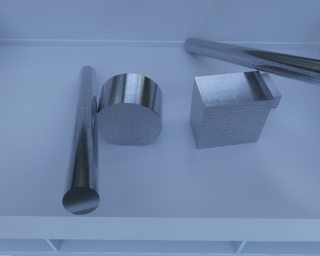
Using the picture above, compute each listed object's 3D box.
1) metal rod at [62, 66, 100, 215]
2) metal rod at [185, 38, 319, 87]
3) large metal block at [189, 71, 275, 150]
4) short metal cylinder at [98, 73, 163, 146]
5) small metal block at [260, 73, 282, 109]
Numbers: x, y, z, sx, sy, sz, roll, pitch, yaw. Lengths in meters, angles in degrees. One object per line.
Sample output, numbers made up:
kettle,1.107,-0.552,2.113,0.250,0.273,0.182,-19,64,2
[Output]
metal rod,-0.083,-0.017,0.345,0.025,0.025,0.300,-9,28,-8
metal rod,0.110,-0.091,0.398,0.025,0.025,0.300,-19,26,-16
large metal block,0.085,-0.021,0.388,0.081,0.080,0.050,-7,51,-6
short metal cylinder,-0.037,-0.021,0.387,0.081,0.080,0.050,1,50,0
small metal block,0.140,-0.052,0.451,0.050,0.025,0.050,-8,51,-8
